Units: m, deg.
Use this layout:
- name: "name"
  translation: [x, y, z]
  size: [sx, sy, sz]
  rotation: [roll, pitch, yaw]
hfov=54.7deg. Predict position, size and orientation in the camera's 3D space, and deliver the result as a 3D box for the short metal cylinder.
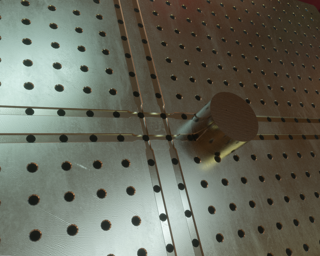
- name: "short metal cylinder"
  translation: [0.093, -0.005, 0.448]
  size: [0.081, 0.050, 0.080]
  rotation: [14, 56, -21]
